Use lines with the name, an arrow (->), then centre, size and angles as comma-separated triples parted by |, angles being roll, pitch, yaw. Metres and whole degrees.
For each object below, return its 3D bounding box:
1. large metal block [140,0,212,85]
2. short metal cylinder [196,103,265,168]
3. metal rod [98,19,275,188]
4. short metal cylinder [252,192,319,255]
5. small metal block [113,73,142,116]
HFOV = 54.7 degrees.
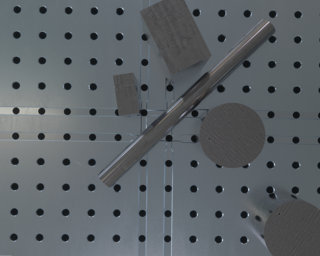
large metal block -> 0.018, -0.106, 0.386 | 0.050, 0.080, 0.080 | -26, 90, 0
short metal cylinder -> 0.088, 0.009, 0.402 | 0.081, 0.050, 0.079 | 0, 90, 0
metal rod -> 0.035, -0.033, 0.413 | 0.300, 0.025, 0.025 | -43, 90, 0
short metal cylinder -> 0.167, 0.128, 0.402 | 0.081, 0.050, 0.079 | 0, 90, 0
small metal block -> -0.041, -0.041, 0.401 | 0.025, 0.050, 0.050 | -8, 90, 0
